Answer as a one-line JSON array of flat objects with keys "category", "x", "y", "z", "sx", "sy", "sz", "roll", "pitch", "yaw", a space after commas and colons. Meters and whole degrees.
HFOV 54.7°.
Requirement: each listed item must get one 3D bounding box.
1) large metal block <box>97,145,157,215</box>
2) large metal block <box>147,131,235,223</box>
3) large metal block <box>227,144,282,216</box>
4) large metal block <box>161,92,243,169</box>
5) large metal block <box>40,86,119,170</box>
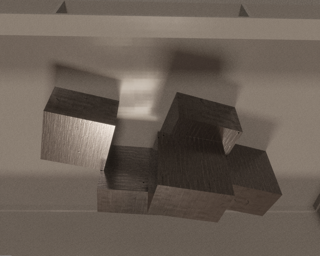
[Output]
[{"category": "large metal block", "x": -0.041, "y": 0.071, "z": 0.433, "sx": 0.081, "sy": 0.080, "sz": 0.050, "roll": 5, "pitch": 130, "yaw": -5}, {"category": "large metal block", "x": 0.031, "y": 0.055, "z": 0.355, "sx": 0.081, "sy": 0.080, "sz": 0.050, "roll": 10, "pitch": 129, "yaw": -9}, {"category": "large metal block", "x": 0.110, "y": 0.069, "z": 0.433, "sx": 0.081, "sy": 0.080, "sz": 0.050, "roll": 14, "pitch": 129, "yaw": -12}, {"category": "large metal block", "x": 0.047, "y": 0.009, "z": 0.401, "sx": 0.081, "sy": 0.050, "sz": 0.079, "roll": 13, "pitch": 129, "yaw": -12}, {"category": "large metal block", "x": -0.101, "y": 0.002, "z": 0.393, "sx": 0.081, "sy": 0.050, "sz": 0.079, "roll": 12, "pitch": 129, "yaw": -11}]
